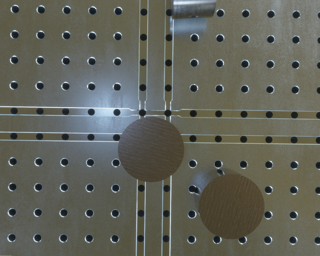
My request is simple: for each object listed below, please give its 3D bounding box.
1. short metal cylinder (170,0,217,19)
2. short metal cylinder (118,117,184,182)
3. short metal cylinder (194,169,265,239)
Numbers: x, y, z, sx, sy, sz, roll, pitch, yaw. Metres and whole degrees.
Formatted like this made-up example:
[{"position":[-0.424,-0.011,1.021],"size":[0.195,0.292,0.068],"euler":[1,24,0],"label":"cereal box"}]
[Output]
[{"position":[0.039,-0.178,0.386],"size":[0.050,0.080,0.079],"euler":[-3,90,0],"label":"short metal cylinder"},{"position":[-0.011,0.026,0.401],"size":[0.081,0.050,0.079],"euler":[0,90,-1],"label":"short metal cylinder"},{"position":[0.087,0.096,0.402],"size":[0.081,0.050,0.079],"euler":[0,90,-1],"label":"short metal cylinder"}]
